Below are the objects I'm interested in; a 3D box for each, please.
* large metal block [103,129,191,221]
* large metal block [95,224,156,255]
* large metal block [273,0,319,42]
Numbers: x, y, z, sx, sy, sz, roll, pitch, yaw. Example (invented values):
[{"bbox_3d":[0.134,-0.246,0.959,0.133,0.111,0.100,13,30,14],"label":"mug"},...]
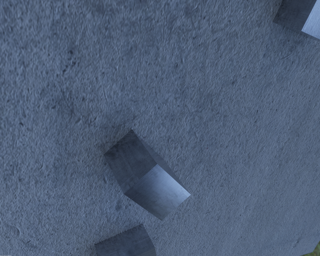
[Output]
[{"bbox_3d":[-0.017,0.060,0.399,0.050,0.080,0.080,-42,129,1],"label":"large metal block"},{"bbox_3d":[-0.050,0.212,0.494,0.081,0.050,0.079,-19,126,-18],"label":"large metal block"},{"bbox_3d":[0.210,-0.161,0.405,0.081,0.050,0.079,8,115,-32],"label":"large metal block"}]
